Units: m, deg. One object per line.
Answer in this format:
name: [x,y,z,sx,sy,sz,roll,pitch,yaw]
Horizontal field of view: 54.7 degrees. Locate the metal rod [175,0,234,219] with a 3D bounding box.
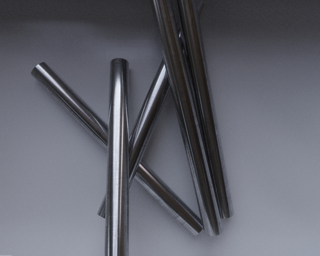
metal rod: [0.057,-0.030,0.394,0.025,0.025,0.298,-12,97,0]

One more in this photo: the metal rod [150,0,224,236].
metal rod: [0.035,-0.011,0.383,0.025,0.025,0.298,-14,96,0]

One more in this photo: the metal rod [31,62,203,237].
metal rod: [-0.055,0.028,0.410,0.025,0.025,0.300,-45,91,0]

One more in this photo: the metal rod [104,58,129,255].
metal rod: [-0.048,0.050,0.350,0.025,0.025,0.299,-2,65,0]

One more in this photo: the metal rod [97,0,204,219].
metal rod: [-0.009,-0.030,0.394,0.025,0.025,0.299,22,83,-1]
